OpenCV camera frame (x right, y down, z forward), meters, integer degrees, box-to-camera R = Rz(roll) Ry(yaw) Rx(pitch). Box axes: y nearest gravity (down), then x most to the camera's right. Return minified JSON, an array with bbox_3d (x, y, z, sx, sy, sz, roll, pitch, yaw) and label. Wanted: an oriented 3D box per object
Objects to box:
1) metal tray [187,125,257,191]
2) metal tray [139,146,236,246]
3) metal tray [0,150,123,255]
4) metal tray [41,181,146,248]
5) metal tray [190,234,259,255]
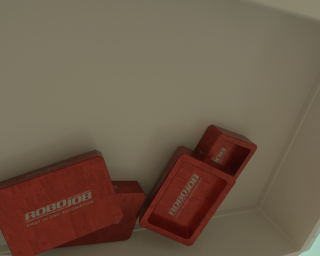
[{"bbox_3d":[0.086,0.066,0.495,0.091,0.030,0.129,18,109,-36],"label":"metal tray"},{"bbox_3d":[0.037,0.101,0.453,0.090,0.030,0.129,27,105,-11],"label":"metal tray"},{"bbox_3d":[-0.120,0.090,0.371,0.131,0.030,0.089,-19,105,-13],"label":"metal tray"},{"bbox_3d":[-0.093,0.118,0.429,0.131,0.030,0.089,6,115,-32],"label":"metal tray"},{"bbox_3d":[0.109,0.247,0.587,0.131,0.090,0.030,-21,83,-17],"label":"metal tray"}]
